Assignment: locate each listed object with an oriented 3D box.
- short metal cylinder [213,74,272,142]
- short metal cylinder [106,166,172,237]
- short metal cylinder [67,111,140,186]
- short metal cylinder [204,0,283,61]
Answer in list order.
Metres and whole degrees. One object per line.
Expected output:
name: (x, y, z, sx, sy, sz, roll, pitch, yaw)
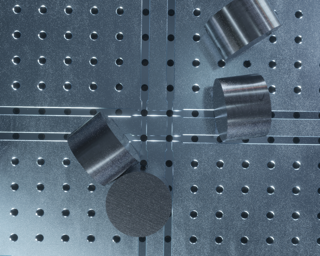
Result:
short metal cylinder: (0.099, -0.025, 0.387, 0.050, 0.080, 0.080, -7, 90, 0)
short metal cylinder: (-0.026, 0.093, 0.401, 0.081, 0.050, 0.079, 0, 90, 0)
short metal cylinder: (-0.069, 0.025, 0.385, 0.050, 0.080, 0.080, -37, 90, 0)
short metal cylinder: (0.103, -0.127, 0.386, 0.080, 0.080, 0.050, -31, 90, 0)
